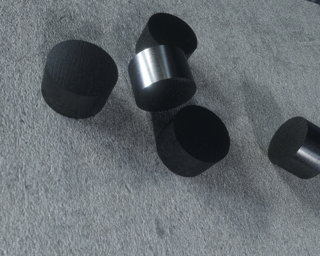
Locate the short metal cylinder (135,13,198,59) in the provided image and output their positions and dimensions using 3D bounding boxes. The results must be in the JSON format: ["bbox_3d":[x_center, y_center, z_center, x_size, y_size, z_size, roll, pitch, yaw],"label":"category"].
[{"bbox_3d":[0.009,-0.127,0.470,0.081,0.050,0.080,14,56,-21],"label":"short metal cylinder"}]

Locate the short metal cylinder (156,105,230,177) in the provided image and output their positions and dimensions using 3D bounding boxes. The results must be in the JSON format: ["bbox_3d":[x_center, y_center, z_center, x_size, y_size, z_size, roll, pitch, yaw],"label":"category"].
[{"bbox_3d":[0.042,0.017,0.400,0.081,0.050,0.080,14,56,-21],"label":"short metal cylinder"}]

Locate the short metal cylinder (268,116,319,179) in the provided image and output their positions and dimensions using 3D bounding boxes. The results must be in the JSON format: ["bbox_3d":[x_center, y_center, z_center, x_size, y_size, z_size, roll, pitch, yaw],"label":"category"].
[{"bbox_3d":[0.209,0.029,0.463,0.050,0.080,0.080,29,52,-10],"label":"short metal cylinder"}]

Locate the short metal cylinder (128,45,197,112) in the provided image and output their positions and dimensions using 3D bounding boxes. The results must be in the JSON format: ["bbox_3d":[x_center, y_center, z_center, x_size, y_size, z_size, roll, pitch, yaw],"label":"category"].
[{"bbox_3d":[0.002,-0.063,0.408,0.081,0.080,0.050,-1,62,-29],"label":"short metal cylinder"}]

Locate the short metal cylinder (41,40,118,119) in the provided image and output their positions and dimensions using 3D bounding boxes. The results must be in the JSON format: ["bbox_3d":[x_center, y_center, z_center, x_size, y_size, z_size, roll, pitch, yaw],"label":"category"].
[{"bbox_3d":[-0.097,-0.058,0.371,0.081,0.050,0.080,14,56,-21],"label":"short metal cylinder"}]
